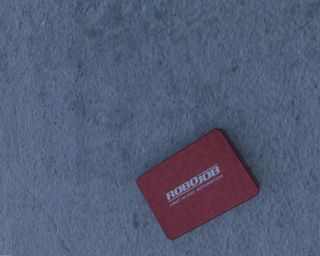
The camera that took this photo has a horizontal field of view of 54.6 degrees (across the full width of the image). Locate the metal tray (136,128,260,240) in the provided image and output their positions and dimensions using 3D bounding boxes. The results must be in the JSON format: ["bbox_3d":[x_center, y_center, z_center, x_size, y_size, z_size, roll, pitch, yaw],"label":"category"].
[{"bbox_3d":[0.046,0.070,0.390,0.130,0.030,0.090,-34,79,16],"label":"metal tray"}]
